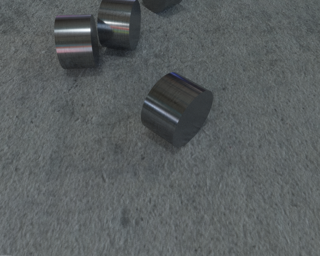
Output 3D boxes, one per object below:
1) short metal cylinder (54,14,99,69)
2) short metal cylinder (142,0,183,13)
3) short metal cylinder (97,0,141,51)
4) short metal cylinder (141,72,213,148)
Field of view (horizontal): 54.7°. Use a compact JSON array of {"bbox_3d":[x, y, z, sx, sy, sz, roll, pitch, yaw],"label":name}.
[{"bbox_3d":[-0.126,-0.132,0.477,0.050,0.080,0.080,-4,50,-3],"label":"short metal cylinder"},{"bbox_3d":[0.002,-0.269,0.594,0.050,0.080,0.080,-35,58,-26],"label":"short metal cylinder"},{"bbox_3d":[-0.065,-0.171,0.511,0.050,0.080,0.080,8,51,7],"label":"short metal cylinder"},{"bbox_3d":[0.022,-0.023,0.387,0.050,0.080,0.080,34,58,24],"label":"short metal cylinder"}]
